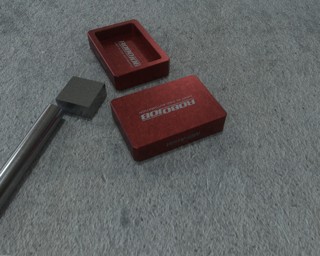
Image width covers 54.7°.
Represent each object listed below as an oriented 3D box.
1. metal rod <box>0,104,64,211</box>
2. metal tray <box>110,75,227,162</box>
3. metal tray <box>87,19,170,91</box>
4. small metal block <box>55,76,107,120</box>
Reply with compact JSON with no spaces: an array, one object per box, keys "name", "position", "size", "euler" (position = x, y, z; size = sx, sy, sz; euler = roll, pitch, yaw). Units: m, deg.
[{"name":"metal rod","position":[-0.184,0.087,0.327],"size":[0.025,0.025,0.300],"euler":[13,51,10]},{"name":"metal tray","position":[0.010,-0.017,0.415],"size":[0.131,0.030,0.090],"euler":[-19,53,-16]},{"name":"metal tray","position":[-0.053,-0.122,0.501],"size":[0.091,0.030,0.130],"euler":[-21,53,-17]},{"name":"small metal block","position":[-0.110,-0.044,0.438],"size":[0.050,0.025,0.050],"euler":[14,51,11]}]
